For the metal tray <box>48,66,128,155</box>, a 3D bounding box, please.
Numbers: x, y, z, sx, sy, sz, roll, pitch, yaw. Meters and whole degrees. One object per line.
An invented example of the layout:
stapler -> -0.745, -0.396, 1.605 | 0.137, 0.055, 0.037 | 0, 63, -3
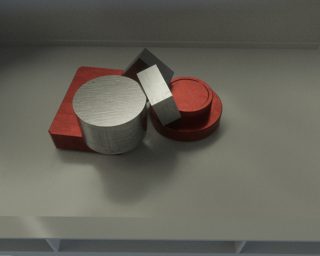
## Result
metal tray -> -0.082, -0.028, 0.420 | 0.091, 0.030, 0.130 | 6, 50, 4

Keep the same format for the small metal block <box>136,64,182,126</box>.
small metal block -> 0.000, -0.038, 0.368 | 0.025, 0.050, 0.050 | -26, 60, 2

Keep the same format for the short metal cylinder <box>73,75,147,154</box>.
short metal cylinder -> -0.056, -0.016, 0.361 | 0.081, 0.050, 0.080 | 0, 50, 0

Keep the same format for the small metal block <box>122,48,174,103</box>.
small metal block -> -0.018, -0.069, 0.411 | 0.050, 0.050, 0.025 | 38, 44, -17

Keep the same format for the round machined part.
round machined part -> 0.035, -0.032, 0.419 | 0.099, 0.042, 0.098 | 0, 50, 0
